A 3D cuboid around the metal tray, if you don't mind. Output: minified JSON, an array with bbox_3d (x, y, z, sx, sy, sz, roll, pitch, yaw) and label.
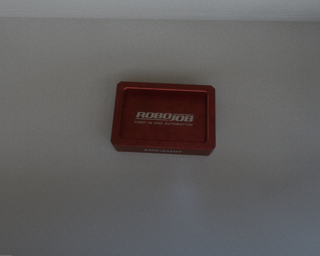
[{"bbox_3d":[0.006,-0.013,0.411,0.131,0.030,0.090,3,70,1],"label":"metal tray"}]
